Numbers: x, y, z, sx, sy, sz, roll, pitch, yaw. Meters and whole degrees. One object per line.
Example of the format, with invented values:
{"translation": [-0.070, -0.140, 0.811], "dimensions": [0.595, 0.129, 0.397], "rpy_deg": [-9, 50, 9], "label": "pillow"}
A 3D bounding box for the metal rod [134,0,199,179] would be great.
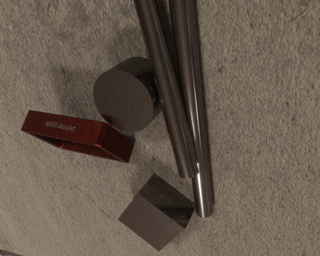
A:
{"translation": [-0.001, -0.081, 0.337], "dimensions": [0.025, 0.025, 0.298], "rpy_deg": [-4, 111, 30], "label": "metal rod"}

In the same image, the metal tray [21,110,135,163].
{"translation": [-0.113, 0.013, 0.436], "dimensions": [0.130, 0.030, 0.090], "rpy_deg": [9, 163, 23], "label": "metal tray"}

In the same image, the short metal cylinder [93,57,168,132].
{"translation": [-0.034, -0.042, 0.381], "dimensions": [0.080, 0.050, 0.079], "rpy_deg": [13, 124, 20], "label": "short metal cylinder"}

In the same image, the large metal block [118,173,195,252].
{"translation": [-0.005, 0.129, 0.471], "dimensions": [0.080, 0.050, 0.080], "rpy_deg": [37, 129, 2], "label": "large metal block"}

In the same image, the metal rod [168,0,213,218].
{"translation": [0.042, -0.010, 0.377], "dimensions": [0.025, 0.025, 0.298], "rpy_deg": [5, 121, 25], "label": "metal rod"}
